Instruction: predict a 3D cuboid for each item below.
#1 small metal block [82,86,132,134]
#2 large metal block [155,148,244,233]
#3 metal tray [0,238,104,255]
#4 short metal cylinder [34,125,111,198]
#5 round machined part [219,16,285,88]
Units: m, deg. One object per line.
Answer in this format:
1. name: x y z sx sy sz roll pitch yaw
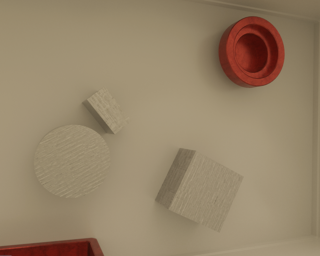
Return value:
1. small metal block: -0.065 -0.020 0.374 0.025 0.050 0.050 -41 103 -16
2. large metal block: 0.053 0.082 0.418 0.080 0.050 0.080 29 80 -18
3. metal tray: -0.127 0.152 0.329 0.131 0.090 0.030 2 90 -20
4. short metal cylinder: -0.102 0.036 0.360 0.081 0.050 0.079 0 90 -21
5. round machined part: 0.127 -0.107 0.450 0.099 0.042 0.097 0 90 -21
